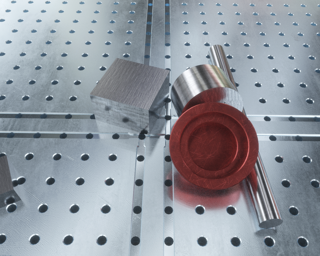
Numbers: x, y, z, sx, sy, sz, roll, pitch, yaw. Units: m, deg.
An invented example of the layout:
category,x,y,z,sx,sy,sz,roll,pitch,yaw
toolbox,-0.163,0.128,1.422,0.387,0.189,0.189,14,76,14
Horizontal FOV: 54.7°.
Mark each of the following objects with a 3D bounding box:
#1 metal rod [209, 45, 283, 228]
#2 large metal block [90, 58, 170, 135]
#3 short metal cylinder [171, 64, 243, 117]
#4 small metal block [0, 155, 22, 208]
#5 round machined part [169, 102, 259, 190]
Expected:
category,x,y,z,sx,sy,sz,roll,pitch,yaw
metal rod,0.105,-0.014,0.420,0.025,0.025,0.300,-3,50,-3
large metal block,-0.038,-0.045,0.429,0.080,0.050,0.080,16,52,12
short metal cylinder,0.059,-0.034,0.398,0.081,0.079,0.050,-10,44,-8
small metal block,-0.191,0.065,0.350,0.050,0.025,0.050,-20,53,-17
round machined part,0.060,0.022,0.361,0.099,0.042,0.097,0,80,1
